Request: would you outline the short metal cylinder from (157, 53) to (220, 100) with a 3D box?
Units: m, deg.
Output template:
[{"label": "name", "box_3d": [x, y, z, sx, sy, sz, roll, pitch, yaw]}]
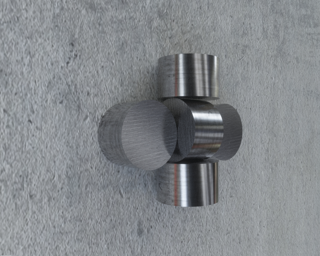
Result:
[{"label": "short metal cylinder", "box_3d": [0.037, -0.063, 0.402, 0.081, 0.080, 0.050, 0, 90, -40]}]

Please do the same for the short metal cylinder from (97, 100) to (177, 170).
[{"label": "short metal cylinder", "box_3d": [-0.026, 0.008, 0.368, 0.081, 0.050, 0.080, 0, 90, -41]}]

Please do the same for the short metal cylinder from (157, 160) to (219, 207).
[{"label": "short metal cylinder", "box_3d": [0.036, 0.067, 0.401, 0.081, 0.080, 0.050, 0, 90, -40]}]

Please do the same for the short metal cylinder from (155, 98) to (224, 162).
[{"label": "short metal cylinder", "box_3d": [0.034, 0.003, 0.399, 0.050, 0.080, 0.080, 1, 90, -40]}]

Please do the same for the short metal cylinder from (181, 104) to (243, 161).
[{"label": "short metal cylinder", "box_3d": [0.075, 0.005, 0.452, 0.081, 0.050, 0.080, -1, 91, -40]}]
